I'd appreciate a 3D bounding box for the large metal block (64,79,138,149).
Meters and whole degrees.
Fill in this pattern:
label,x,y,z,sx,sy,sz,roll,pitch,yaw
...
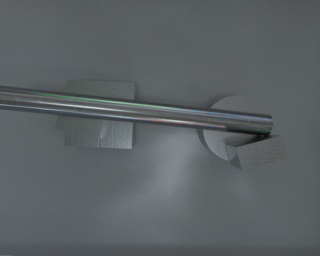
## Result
label,x,y,z,sx,sy,sz,roll,pitch,yaw
large metal block,-0.072,-0.017,0.395,0.081,0.050,0.079,3,90,-1

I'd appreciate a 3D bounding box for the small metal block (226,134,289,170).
label,x,y,z,sx,sy,sz,roll,pitch,yaw
small metal block,0.107,0.026,0.348,0.050,0.050,0.025,-14,90,0

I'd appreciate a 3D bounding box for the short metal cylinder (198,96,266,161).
label,x,y,z,sx,sy,sz,roll,pitch,yaw
short metal cylinder,0.092,0.001,0.398,0.081,0.050,0.079,0,90,-1

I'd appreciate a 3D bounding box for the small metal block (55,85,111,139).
label,x,y,z,sx,sy,sz,roll,pitch,yaw
small metal block,-0.087,-0.018,0.359,0.050,0.025,0.050,13,89,-1

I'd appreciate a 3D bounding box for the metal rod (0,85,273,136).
label,x,y,z,sx,sy,sz,roll,pitch,yaw
metal rod,-0.023,-0.018,0.339,0.302,0.025,0.025,6,90,-8
